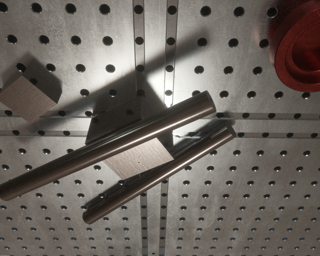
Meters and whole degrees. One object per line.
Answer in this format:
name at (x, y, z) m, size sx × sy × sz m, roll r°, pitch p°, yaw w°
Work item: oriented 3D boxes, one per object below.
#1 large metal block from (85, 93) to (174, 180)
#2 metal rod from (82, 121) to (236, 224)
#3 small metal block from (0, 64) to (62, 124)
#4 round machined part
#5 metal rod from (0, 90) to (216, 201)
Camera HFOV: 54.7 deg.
large metal block at (-0.037, 0.014, 0.407) m, size 0.080 × 0.050 × 0.080 m, roll -24°, pitch 126°, yaw 19°
metal rod at (-0.016, 0.080, 0.479) m, size 0.299 × 0.025 × 0.025 m, roll -35°, pitch 122°, yaw 26°
small metal block at (-0.158, -0.040, 0.375) m, size 0.050 × 0.025 × 0.050 m, roll -30°, pitch 124°, yaw 23°
round machined part at (0.165, -0.089, 0.327) m, size 0.099 × 0.042 × 0.097 m, roll -1°, pitch 130°, yaw 0°
metal rod at (-0.077, 0.029, 0.369) m, size 0.300 × 0.025 × 0.025 m, roll -24°, pitch 127°, yaw 18°
